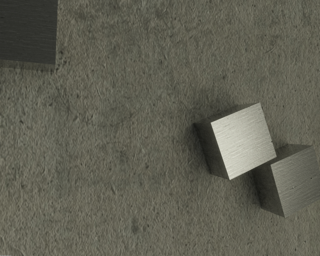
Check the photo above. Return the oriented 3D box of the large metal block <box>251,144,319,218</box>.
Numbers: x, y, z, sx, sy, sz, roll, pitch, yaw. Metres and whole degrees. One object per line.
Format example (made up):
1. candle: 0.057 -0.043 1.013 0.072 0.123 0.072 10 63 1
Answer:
1. large metal block: 0.191 0.076 0.466 0.081 0.050 0.080 -19 97 -19

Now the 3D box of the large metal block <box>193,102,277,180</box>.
1. large metal block: 0.105 0.016 0.434 0.081 0.050 0.080 -22 98 -19

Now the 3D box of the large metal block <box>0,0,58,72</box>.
1. large metal block: -0.156 -0.108 0.338 0.081 0.050 0.080 2 89 -20
